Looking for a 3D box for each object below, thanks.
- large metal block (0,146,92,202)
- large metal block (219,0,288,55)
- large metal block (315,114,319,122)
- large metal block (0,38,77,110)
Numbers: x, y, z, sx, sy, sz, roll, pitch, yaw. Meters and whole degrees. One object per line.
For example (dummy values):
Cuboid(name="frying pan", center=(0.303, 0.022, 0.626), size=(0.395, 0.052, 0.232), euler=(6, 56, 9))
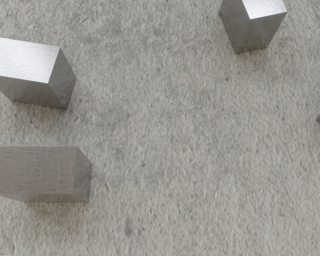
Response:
Cuboid(name="large metal block", center=(-0.128, 0.056, 0.357), size=(0.081, 0.080, 0.050), euler=(0, 70, 0))
Cuboid(name="large metal block", center=(0.128, -0.165, 0.441), size=(0.050, 0.080, 0.080), euler=(-13, 71, -5))
Cuboid(name="large metal block", center=(0.272, -0.027, 0.408), size=(0.080, 0.050, 0.080), euler=(35, 73, 11))
Cuboid(name="large metal block", center=(-0.164, -0.067, 0.402), size=(0.080, 0.080, 0.050), euler=(9, 71, 3))
